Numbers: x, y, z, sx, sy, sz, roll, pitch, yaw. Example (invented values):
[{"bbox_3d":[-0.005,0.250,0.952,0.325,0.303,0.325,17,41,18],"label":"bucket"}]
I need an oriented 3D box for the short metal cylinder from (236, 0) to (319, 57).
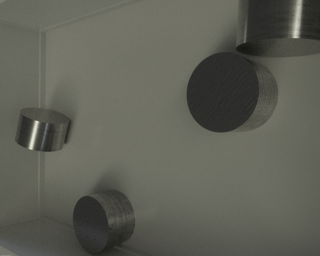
[{"bbox_3d":[0.111,-0.096,0.279,0.080,0.081,0.050,5,94,39],"label":"short metal cylinder"}]

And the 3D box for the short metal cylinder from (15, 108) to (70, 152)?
[{"bbox_3d":[-0.202,0.002,0.535,0.080,0.081,0.050,27,107,36],"label":"short metal cylinder"}]

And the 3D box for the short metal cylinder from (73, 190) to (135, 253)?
[{"bbox_3d":[-0.083,0.136,0.457,0.080,0.050,0.079,0,90,39],"label":"short metal cylinder"}]

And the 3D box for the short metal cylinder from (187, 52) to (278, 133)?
[{"bbox_3d":[0.076,-0.035,0.327,0.080,0.050,0.079,0,90,39],"label":"short metal cylinder"}]
